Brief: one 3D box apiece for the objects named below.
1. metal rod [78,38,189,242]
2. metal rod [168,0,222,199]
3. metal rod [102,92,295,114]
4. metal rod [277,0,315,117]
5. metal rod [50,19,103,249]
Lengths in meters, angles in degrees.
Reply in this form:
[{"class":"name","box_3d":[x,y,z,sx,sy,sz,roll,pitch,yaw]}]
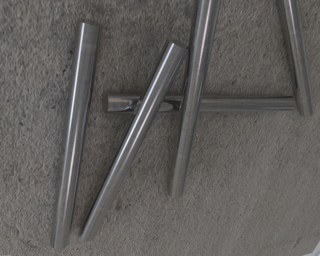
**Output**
[{"class":"metal rod","box_3d":[-0.043,0.033,0.379,0.025,0.025,0.298,10,121,-33]},{"class":"metal rod","box_3d":[0.035,-0.013,0.385,0.025,0.025,0.298,-14,134,-21]},{"class":"metal rod","box_3d":[0.071,-0.034,0.424,0.303,0.025,0.025,-2,120,-28]},{"class":"metal rod","box_3d":[0.186,-0.126,0.430,0.025,0.025,0.299,-36,129,-4]},{"class":"metal rod","box_3d":[-0.104,0.027,0.366,0.025,0.025,0.298,1,118,-29]}]
